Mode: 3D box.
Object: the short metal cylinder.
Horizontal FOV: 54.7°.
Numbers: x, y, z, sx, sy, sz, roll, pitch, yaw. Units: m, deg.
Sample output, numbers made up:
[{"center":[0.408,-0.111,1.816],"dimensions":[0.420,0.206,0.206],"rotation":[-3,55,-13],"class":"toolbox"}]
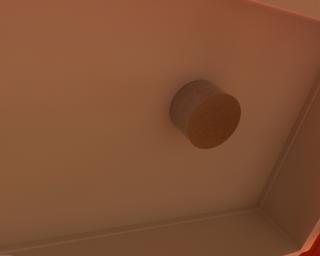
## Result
[{"center":[0.060,-0.019,0.416],"dimensions":[0.081,0.050,0.079],"rotation":[-14,125,-21],"class":"short metal cylinder"}]
